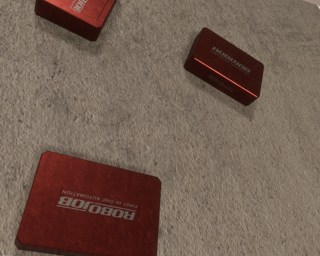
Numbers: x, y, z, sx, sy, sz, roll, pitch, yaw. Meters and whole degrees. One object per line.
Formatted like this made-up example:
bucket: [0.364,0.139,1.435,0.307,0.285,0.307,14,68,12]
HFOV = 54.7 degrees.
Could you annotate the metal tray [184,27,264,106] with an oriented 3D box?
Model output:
metal tray: [0.112,-0.105,0.528,0.131,0.030,0.090,29,52,-10]

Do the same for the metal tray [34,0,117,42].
metal tray: [-0.114,-0.197,0.459,0.090,0.030,0.130,24,53,-14]

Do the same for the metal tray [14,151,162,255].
metal tray: [-0.066,0.083,0.315,0.131,0.030,0.090,17,55,-19]
